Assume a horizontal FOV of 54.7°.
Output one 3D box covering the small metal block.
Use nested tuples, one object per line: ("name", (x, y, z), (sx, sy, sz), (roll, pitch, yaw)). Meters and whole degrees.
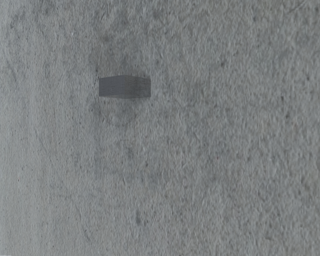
("small metal block", (-0.048, -0.055, 0.426), (0.050, 0.050, 0.025), (1, 91, 39))
